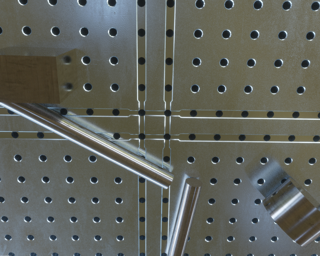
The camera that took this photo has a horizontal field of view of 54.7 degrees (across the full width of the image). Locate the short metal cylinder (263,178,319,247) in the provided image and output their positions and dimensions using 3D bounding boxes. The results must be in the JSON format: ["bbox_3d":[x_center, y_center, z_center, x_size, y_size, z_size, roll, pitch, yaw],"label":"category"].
[{"bbox_3d":[0.191,0.115,0.430,0.080,0.080,0.050,39,105,-13],"label":"short metal cylinder"}]

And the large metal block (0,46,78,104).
[{"bbox_3d":[-0.147,-0.064,0.358,0.081,0.080,0.050,1,110,-1],"label":"large metal block"}]

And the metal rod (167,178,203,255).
[{"bbox_3d":[0.022,0.215,0.493,0.025,0.025,0.298,10,110,-4],"label":"metal rod"}]

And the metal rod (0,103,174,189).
[{"bbox_3d":[-0.116,0.005,0.413,0.301,0.025,0.025,29,107,-11],"label":"metal rod"}]
